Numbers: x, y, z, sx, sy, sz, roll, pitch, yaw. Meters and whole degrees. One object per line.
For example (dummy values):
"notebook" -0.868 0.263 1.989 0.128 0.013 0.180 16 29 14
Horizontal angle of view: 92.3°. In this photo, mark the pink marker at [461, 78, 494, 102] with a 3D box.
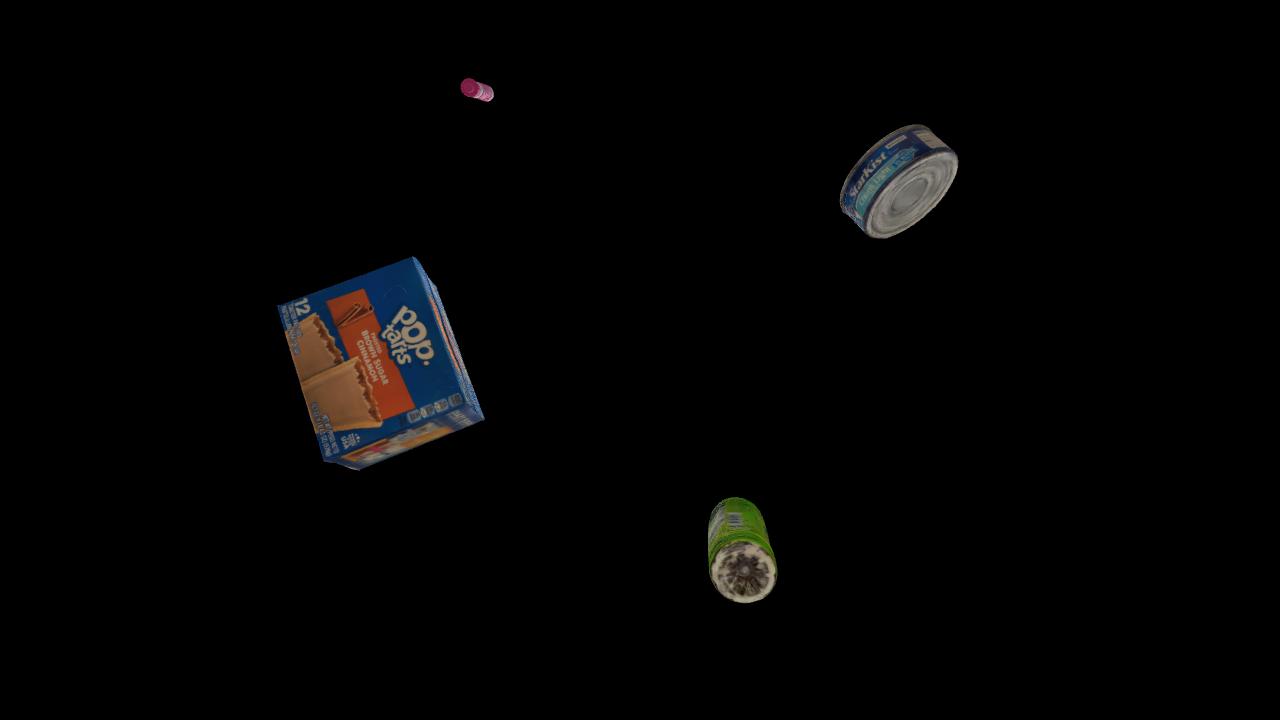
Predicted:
"pink marker" -0.187 -0.311 0.710 0.020 0.020 0.121 0 21 -5

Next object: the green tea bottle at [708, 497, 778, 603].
"green tea bottle" 0.115 0.205 0.718 0.073 0.073 0.212 0 6 7

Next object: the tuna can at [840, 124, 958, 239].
"tuna can" 0.199 -0.135 0.475 0.084 0.034 0.084 -21 -31 -14

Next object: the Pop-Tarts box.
"Pop-Tarts box" -0.259 0.005 0.624 0.141 0.167 0.083 -22 -13 -8
